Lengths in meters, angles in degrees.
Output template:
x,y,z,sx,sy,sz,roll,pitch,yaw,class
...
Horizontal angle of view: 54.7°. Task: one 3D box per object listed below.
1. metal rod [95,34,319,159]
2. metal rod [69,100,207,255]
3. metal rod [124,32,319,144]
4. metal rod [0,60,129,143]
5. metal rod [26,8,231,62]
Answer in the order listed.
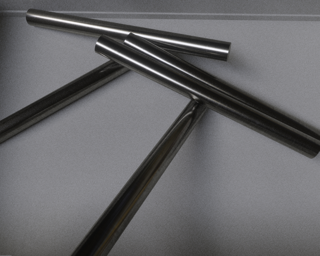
x,y,z,sx,sy,sz,roll,pitch,yaw,class
0.057,-0.040,0.389,0.301,0.025,0.025,27,72,3,metal rod
-0.009,0.044,0.327,0.025,0.025,0.301,30,47,10,metal rod
0.090,-0.045,0.406,0.301,0.025,0.025,28,72,2,metal rod
-0.121,-0.050,0.427,0.301,0.025,0.025,-32,73,-11,metal rod
-0.053,-0.133,0.435,0.301,0.025,0.025,14,71,13,metal rod
